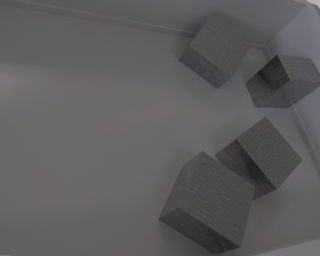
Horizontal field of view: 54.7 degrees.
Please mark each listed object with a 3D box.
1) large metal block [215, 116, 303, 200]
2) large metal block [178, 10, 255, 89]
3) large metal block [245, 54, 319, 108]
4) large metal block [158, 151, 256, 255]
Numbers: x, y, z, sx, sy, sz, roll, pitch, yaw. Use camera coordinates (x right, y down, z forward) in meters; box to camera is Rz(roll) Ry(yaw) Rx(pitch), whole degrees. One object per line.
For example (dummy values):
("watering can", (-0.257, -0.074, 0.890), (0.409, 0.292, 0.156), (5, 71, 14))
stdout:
("large metal block", (0.140, 0.042, 0.439), (0.081, 0.050, 0.080), (-30, 79, -38))
("large metal block", (0.090, -0.124, 0.499), (0.080, 0.050, 0.080), (36, 70, -5))
("large metal block", (0.210, -0.077, 0.530), (0.081, 0.080, 0.050), (-1, 63, -29))
("large metal block", (0.057, 0.088, 0.366), (0.080, 0.050, 0.080), (34, 51, -6))
